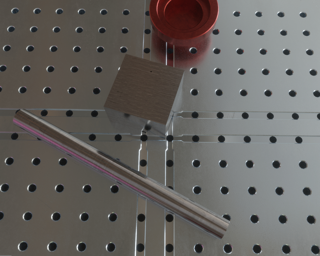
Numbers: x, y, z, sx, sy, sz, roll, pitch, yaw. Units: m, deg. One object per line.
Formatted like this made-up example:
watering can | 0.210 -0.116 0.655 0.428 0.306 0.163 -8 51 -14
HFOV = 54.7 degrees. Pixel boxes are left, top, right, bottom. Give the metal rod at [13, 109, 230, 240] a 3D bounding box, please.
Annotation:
metal rod | -0.055 0.053 0.391 0.301 0.025 0.025 27 72 9

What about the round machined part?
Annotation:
round machined part | 0.035 -0.165 0.459 0.099 0.042 0.098 0 77 2

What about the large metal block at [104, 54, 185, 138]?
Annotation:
large metal block | -0.019 -0.042 0.414 0.080 0.050 0.080 17 71 6

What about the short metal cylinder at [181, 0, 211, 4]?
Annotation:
short metal cylinder | 0.058 -0.245 0.488 0.081 0.050 0.080 0 70 -1
